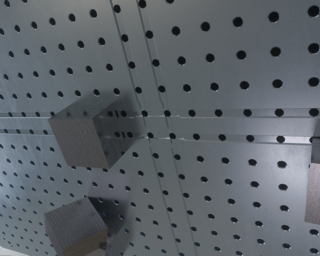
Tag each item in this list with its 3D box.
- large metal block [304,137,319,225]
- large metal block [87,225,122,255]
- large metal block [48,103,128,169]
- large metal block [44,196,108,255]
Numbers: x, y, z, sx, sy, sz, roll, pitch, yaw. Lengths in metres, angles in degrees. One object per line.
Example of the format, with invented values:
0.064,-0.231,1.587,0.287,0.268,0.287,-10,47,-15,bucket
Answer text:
0.201,0.061,0.327,0.080,0.050,0.080,6,121,25,large metal block
-0.124,0.230,0.604,0.080,0.050,0.079,14,124,20,large metal block
-0.105,0.011,0.458,0.080,0.050,0.080,0,119,28,large metal block
-0.149,0.180,0.548,0.080,0.081,0.050,42,136,37,large metal block
